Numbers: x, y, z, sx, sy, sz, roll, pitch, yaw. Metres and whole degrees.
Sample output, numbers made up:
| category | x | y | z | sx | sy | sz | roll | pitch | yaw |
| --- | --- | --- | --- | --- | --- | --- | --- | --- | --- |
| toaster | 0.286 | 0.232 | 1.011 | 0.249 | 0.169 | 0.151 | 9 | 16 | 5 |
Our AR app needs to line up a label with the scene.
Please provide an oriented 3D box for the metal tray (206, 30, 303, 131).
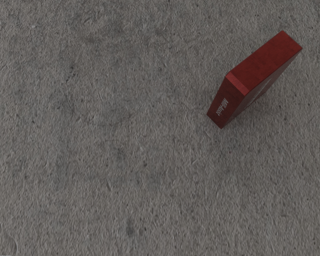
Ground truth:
| category | x | y | z | sx | sy | sz | roll | pitch | yaw |
| --- | --- | --- | --- | --- | --- | --- | --- | --- | --- |
| metal tray | 0.110 | -0.052 | 0.386 | 0.090 | 0.130 | 0.030 | -38 | 77 | -13 |
